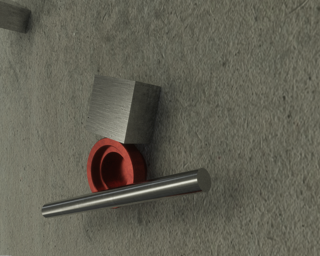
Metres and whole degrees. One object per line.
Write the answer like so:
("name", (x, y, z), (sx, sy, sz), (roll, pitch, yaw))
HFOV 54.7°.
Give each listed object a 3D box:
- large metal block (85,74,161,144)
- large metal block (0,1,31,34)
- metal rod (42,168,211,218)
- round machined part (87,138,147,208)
("large metal block", (-0.052, -0.027, 0.429), (0.080, 0.050, 0.079), (15, 97, 39))
("large metal block", (-0.329, -0.240, 0.641), (0.080, 0.081, 0.050), (34, 111, 35))
("metal rod", (-0.067, 0.092, 0.405), (0.299, 0.025, 0.025), (-20, 78, 38))
("round machined part", (-0.057, 0.061, 0.441), (0.098, 0.042, 0.097), (0, 91, 40))
